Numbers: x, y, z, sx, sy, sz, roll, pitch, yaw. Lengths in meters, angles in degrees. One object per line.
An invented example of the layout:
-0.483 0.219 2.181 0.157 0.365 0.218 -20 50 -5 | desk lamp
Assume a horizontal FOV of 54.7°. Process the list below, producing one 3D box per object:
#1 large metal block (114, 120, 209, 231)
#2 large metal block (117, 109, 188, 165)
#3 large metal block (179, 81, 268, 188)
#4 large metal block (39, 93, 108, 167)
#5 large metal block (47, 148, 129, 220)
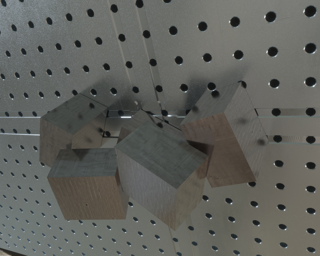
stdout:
0.001 0.051 0.335 0.080 0.050 0.080 30 143 28 | large metal block
-0.014 0.034 0.421 0.080 0.050 0.079 28 128 10 | large metal block
0.074 0.006 0.339 0.050 0.080 0.080 -17 110 34 | large metal block
-0.123 0.009 0.443 0.050 0.080 0.079 27 128 11 | large metal block
-0.086 0.073 0.399 0.080 0.050 0.079 -2 127 5 | large metal block
